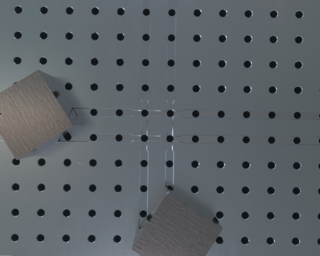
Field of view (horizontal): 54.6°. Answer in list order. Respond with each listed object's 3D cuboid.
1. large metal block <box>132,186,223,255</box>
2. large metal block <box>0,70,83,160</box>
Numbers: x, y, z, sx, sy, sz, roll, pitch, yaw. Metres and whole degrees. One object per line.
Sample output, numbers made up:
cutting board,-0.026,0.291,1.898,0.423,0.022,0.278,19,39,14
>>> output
large metal block,0.021,0.135,0.401,0.080,0.050,0.080,32,90,0
large metal block,-0.161,-0.016,0.400,0.080,0.050,0.080,-32,90,0
